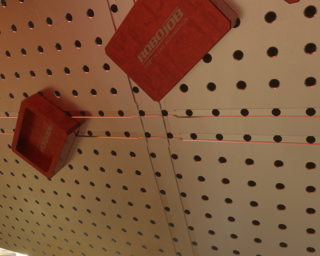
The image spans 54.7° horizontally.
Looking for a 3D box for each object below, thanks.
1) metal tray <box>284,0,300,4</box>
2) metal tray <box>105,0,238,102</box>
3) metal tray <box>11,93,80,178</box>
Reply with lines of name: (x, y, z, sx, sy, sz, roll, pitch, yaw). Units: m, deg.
metal tray: (0.087, -0.177, 0.251, 0.130, 0.030, 0.089, 36, 129, 3)
metal tray: (0.007, -0.101, 0.341, 0.090, 0.030, 0.129, 44, 129, -3)
metal tray: (-0.195, 0.017, 0.518, 0.090, 0.030, 0.129, 36, 129, 3)
